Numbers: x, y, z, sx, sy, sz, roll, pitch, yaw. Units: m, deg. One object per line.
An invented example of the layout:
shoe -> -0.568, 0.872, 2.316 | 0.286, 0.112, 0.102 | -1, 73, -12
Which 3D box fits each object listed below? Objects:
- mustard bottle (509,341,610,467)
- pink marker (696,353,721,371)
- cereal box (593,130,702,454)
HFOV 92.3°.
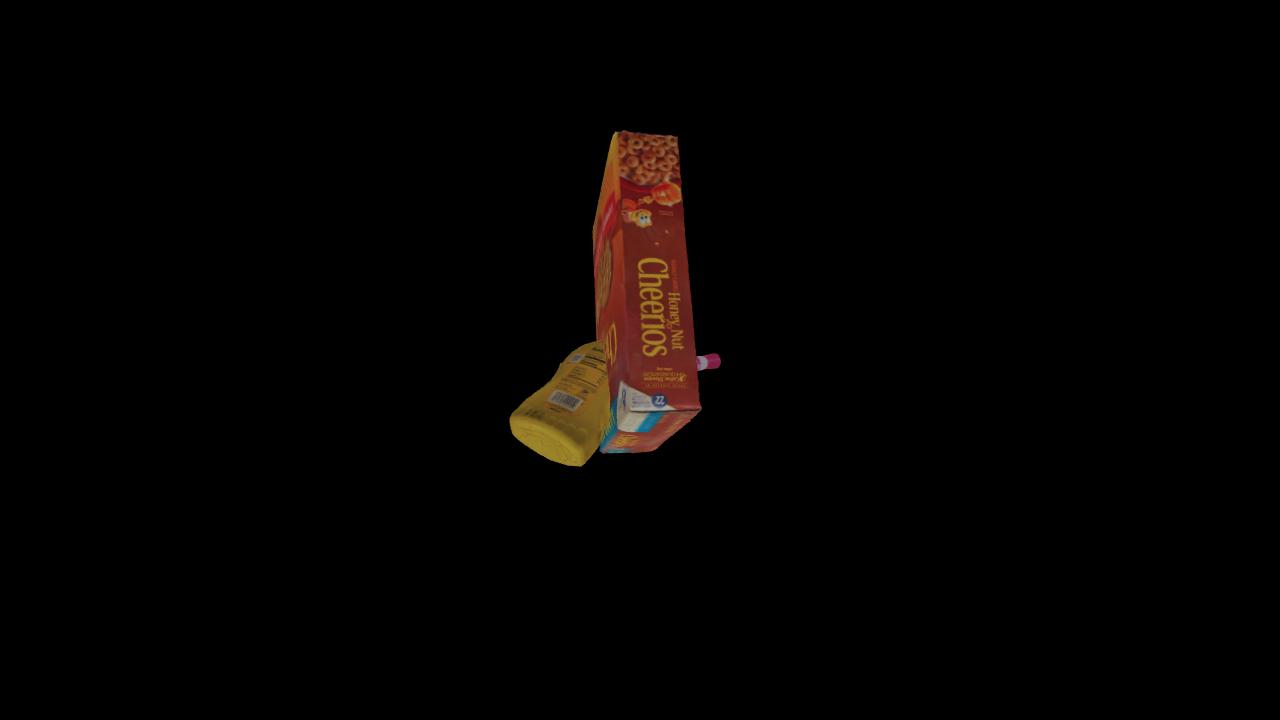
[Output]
mustard bottle -> -0.049, 0.026, 0.654 | 0.092, 0.054, 0.184 | 16, 46, 25
pink marker -> 0.051, 0.006, 0.701 | 0.121, 0.020, 0.020 | -8, 6, -44
cereal box -> -0.004, -0.063, 0.685 | 0.081, 0.306, 0.203 | 1, -18, -11
